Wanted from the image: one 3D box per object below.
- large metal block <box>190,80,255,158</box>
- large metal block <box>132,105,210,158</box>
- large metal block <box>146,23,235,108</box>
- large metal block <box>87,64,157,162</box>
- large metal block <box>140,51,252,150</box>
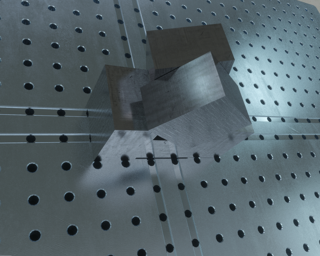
[{"bbox_3d":[0.071,-0.012,0.420,0.050,0.080,0.080,4,60,-27],"label":"large metal block"},{"bbox_3d":[0.007,-0.008,0.400,0.081,0.050,0.080,3,61,-27],"label":"large metal block"},{"bbox_3d":[0.028,-0.066,0.348,0.081,0.080,0.050,-8,64,-7],"label":"large metal block"},{"bbox_3d":[-0.046,-0.014,0.358,0.050,0.080,0.080,2,61,-28],"label":"large metal block"},{"bbox_3d":[0.039,-0.023,0.323,0.080,0.080,0.050,30,42,-54],"label":"large metal block"}]
